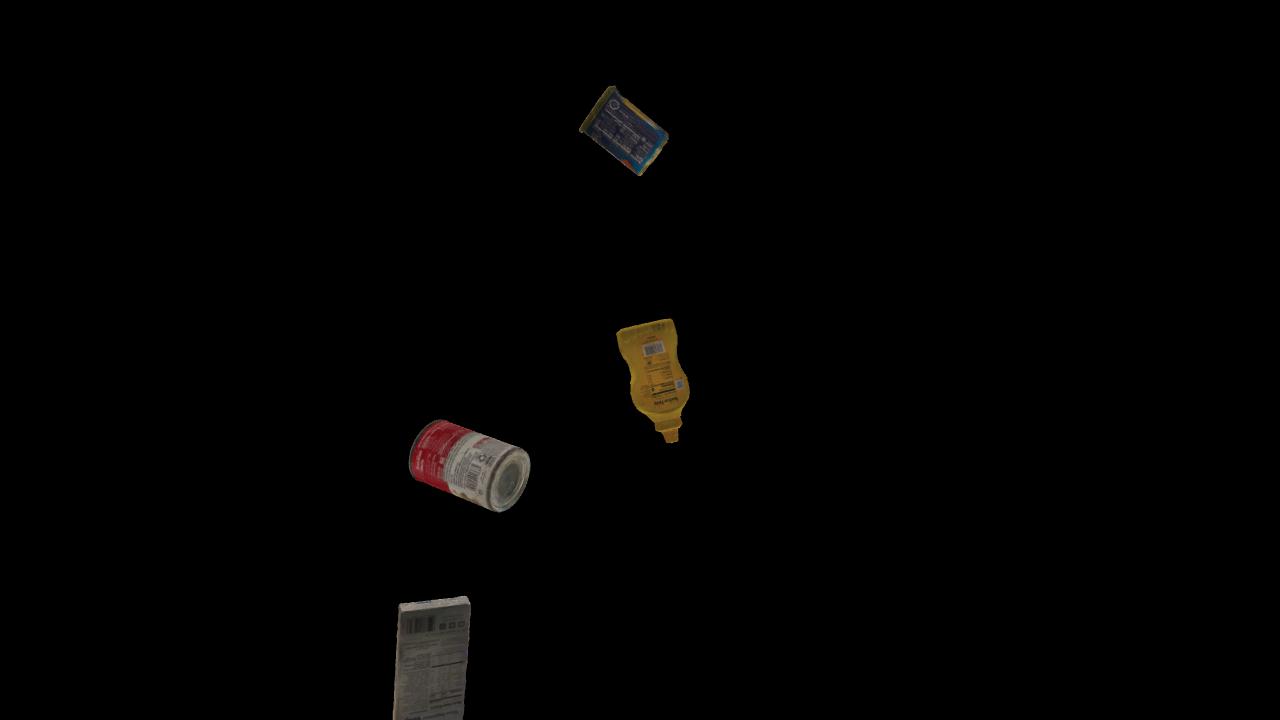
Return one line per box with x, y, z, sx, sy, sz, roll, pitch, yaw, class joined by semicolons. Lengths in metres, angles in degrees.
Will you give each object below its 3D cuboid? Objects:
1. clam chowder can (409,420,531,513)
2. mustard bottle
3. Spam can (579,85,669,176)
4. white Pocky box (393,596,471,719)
-0.171;0.106;0.622;0.102;0.068;0.068;15;6;23;clam chowder can
0.028;0.035;0.925;0.092;0.184;0.054;-13;-2;-18;mustard bottle
-0.015;-0.261;0.702;0.085;0.058;0.101;35;22;-13;Spam can
-0.256;0.372;0.755;0.084;0.154;0.028;3;4;-26;white Pocky box
